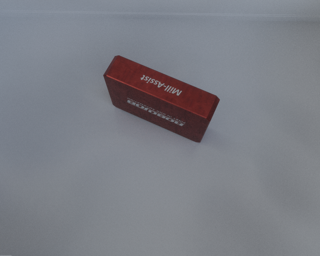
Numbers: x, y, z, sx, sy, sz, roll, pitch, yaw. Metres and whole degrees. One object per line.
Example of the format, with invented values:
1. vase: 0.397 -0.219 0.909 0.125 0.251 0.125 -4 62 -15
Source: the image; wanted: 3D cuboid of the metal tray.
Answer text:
1. metal tray: 0.001 -0.032 0.383 0.130 0.090 0.030 24 72 7
